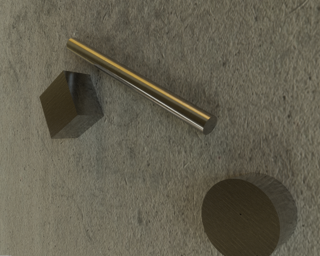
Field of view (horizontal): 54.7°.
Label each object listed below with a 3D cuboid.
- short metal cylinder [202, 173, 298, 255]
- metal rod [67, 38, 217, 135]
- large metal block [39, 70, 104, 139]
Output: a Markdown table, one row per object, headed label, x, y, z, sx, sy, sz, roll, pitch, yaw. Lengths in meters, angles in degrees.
| label | x | y | z | sx | sy | sz | roll | pitch | yaw |
| --- | --- | --- | --- | --- | --- | --- | --- | --- | --- |
| short metal cylinder | 0.090 | 0.088 | 0.314 | 0.080 | 0.050 | 0.079 | 0 | 90 | 40 |
| metal rod | -0.045 | -0.072 | 0.441 | 0.300 | 0.025 | 0.025 | 34 | 111 | 34 |
| large metal block | -0.147 | -0.036 | 0.510 | 0.080 | 0.050 | 0.080 | -34 | 69 | 34 |
